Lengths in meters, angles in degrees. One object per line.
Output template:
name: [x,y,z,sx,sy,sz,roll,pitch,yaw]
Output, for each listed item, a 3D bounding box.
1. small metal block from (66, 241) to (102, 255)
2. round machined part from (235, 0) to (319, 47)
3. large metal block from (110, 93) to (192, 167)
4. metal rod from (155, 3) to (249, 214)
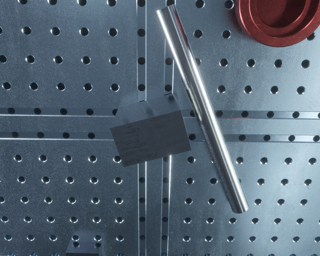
small metal block: [-0.119,0.208,0.489,0.050,0.025,0.050,2,110,-1]
round machined part: [0.135,-0.144,0.353,0.099,0.042,0.097,0,110,-1]
large metal block: [-0.010,-0.001,0.384,0.080,0.080,0.050,-15,110,5]
metal rod: [0.062,-0.011,0.410,0.025,0.025,0.299,-21,109,7]
